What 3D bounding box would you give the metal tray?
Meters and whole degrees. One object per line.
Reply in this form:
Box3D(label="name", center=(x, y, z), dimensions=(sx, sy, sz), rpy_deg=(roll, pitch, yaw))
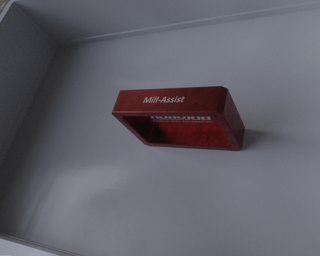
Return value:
Box3D(label="metal tray", center=(0.022, -0.008, 0.358), dimensions=(0.130, 0.090, 0.030), rpy_deg=(1, 63, 29))
